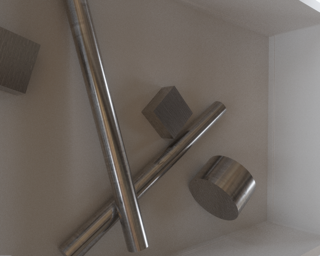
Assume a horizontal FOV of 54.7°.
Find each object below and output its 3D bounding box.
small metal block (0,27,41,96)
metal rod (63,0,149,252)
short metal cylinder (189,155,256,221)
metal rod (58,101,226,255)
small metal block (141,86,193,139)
[{"bbox_3d":[-0.146,-0.062,0.285,0.050,0.025,0.050,21,77,-38],"label":"small metal block"},{"bbox_3d":[-0.059,-0.011,0.338,0.025,0.025,0.298,-17,95,-39],"label":"metal rod"},{"bbox_3d":[0.090,0.087,0.449,0.050,0.080,0.080,-44,117,-31],"label":"short metal cylinder"},{"bbox_3d":[-0.003,0.052,0.406,0.302,0.025,0.025,-41,115,-33],"label":"metal rod"},{"bbox_3d":[0.011,-0.021,0.418,0.050,0.025,0.050,-52,121,-27],"label":"small metal block"}]
